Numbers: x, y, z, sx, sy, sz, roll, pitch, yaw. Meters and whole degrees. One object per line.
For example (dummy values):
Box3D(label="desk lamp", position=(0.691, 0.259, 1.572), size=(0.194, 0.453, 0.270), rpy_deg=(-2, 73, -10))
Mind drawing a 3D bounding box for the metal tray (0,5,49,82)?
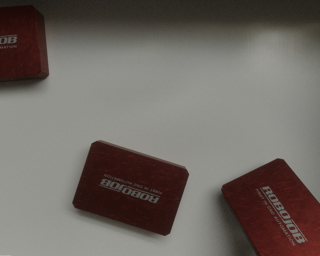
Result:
Box3D(label="metal tray", position=(-0.219, -0.107, 0.406), size=(0.131, 0.030, 0.089), rpy_deg=(-5, 90, -1))

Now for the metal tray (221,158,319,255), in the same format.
Box3D(label="metal tray", position=(0.144, 0.108, 0.371), size=(0.090, 0.030, 0.130), rpy_deg=(-26, 48, -1))

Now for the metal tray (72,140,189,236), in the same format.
Box3D(label="metal tray", position=(-0.037, 0.077, 0.409), size=(0.131, 0.030, 0.090), rpy_deg=(18, 90, -1))
